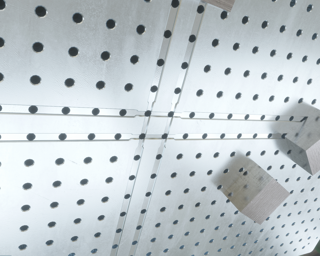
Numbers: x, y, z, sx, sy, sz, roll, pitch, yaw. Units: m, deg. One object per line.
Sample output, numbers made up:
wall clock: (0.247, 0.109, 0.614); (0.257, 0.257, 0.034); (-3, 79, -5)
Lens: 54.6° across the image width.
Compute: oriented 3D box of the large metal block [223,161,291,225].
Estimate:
large metal block: (0.177, 0.120, 0.565); (0.080, 0.050, 0.080); (-48, 129, 6)

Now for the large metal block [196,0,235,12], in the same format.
large metal block: (0.043, -0.173, 0.311); (0.081, 0.050, 0.080); (7, 115, -32)

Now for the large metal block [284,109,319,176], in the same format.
large metal block: (0.283, 0.027, 0.565); (0.080, 0.050, 0.080); (-38, 129, -3)
